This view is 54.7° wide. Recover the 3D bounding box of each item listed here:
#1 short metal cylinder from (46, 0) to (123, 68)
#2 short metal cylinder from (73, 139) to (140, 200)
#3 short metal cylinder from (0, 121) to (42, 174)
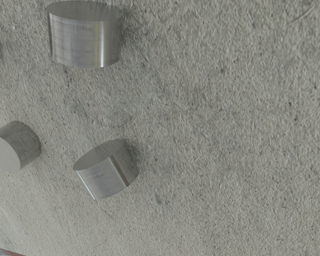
[{"bbox_3d":[-0.083,-0.107,0.349,0.080,0.080,0.050,20,126,16],"label":"short metal cylinder"},{"bbox_3d":[-0.077,0.058,0.448,0.080,0.080,0.050,-15,111,34],"label":"short metal cylinder"},{"bbox_3d":[-0.260,0.034,0.549,0.080,0.050,0.079,13,124,21],"label":"short metal cylinder"}]
